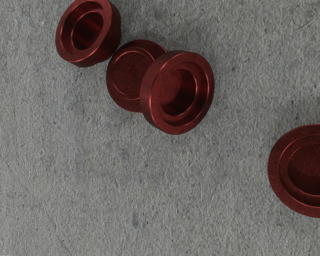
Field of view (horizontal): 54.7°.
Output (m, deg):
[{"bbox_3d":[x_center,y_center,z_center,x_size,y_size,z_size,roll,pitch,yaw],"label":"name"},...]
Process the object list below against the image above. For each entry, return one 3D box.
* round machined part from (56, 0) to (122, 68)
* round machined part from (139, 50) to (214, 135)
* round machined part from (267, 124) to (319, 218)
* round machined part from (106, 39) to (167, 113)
[{"bbox_3d":[-0.092,-0.128,0.424,0.098,0.042,0.098,-8,74,28],"label":"round machined part"},{"bbox_3d":[0.016,-0.044,0.372,0.042,0.099,0.097,27,100,48],"label":"round machined part"},{"bbox_3d":[0.170,0.045,0.340,0.098,0.042,0.097,0,90,20],"label":"round machined part"},{"bbox_3d":[-0.029,-0.069,0.410,0.098,0.042,0.097,0,90,20],"label":"round machined part"}]
